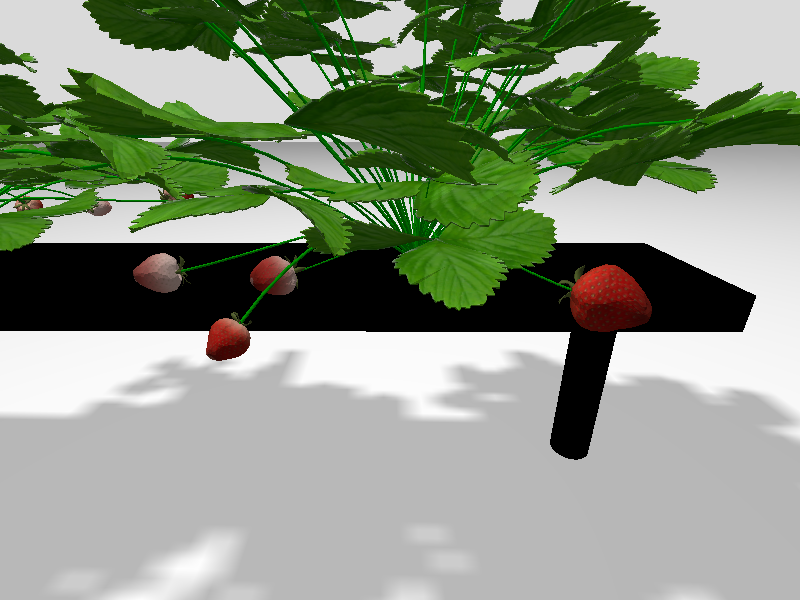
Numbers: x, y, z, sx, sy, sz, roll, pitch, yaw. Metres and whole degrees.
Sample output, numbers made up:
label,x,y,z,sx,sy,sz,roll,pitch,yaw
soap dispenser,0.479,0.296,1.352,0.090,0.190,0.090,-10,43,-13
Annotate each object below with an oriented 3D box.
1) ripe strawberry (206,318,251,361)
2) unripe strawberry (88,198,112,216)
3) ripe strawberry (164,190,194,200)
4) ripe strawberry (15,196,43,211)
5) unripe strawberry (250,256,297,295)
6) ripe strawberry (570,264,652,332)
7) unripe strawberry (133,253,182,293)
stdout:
label,x,y,z,sx,sy,sz,roll,pitch,yaw
ripe strawberry,-0.091,0.021,0.209,0.023,0.023,0.019,14,-37,30
unripe strawberry,-0.411,-0.128,0.549,0.029,0.026,0.026,3,3,6
ripe strawberry,-0.310,-0.143,0.565,0.037,0.042,0.040,12,26,26
ripe strawberry,-0.499,-0.125,0.542,0.029,0.030,0.031,-7,-8,-17
unripe strawberry,-0.091,-0.016,0.285,0.029,0.029,0.032,-18,29,-34
ripe strawberry,0.124,0.001,0.235,0.039,0.041,0.042,-18,30,-36
unripe strawberry,-0.179,-0.019,0.295,0.030,0.030,0.028,-9,25,-18
